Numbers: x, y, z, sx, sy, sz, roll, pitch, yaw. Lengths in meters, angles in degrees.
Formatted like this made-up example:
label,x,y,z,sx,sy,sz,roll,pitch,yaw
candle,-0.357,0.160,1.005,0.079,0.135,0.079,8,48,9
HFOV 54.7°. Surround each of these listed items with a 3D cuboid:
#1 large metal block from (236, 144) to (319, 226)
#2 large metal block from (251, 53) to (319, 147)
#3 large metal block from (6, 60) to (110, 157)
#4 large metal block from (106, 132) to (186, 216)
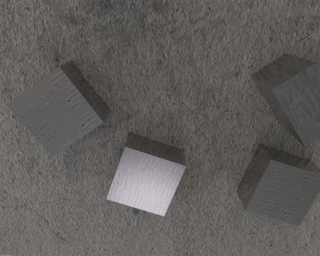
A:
label,x,y,z,sx,sy,sz,roll,pitch,yaw
large metal block,0.164,0.078,0.426,0.080,0.050,0.079,17,109,-7
large metal block,0.160,-0.036,0.368,0.050,0.080,0.080,-33,107,11
large metal block,-0.122,-0.025,0.386,0.080,0.050,0.080,-32,107,11
large metal block,-0.018,0.062,0.419,0.080,0.050,0.079,19,109,-7
